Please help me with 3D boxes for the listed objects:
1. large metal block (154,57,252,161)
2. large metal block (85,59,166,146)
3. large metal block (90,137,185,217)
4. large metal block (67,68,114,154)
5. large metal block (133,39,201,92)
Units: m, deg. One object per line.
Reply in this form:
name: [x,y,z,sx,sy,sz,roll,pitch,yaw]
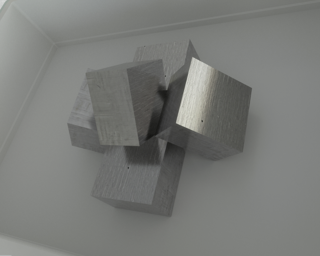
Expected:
large metal block: [0.049,-0.018,0.345,0.050,0.080,0.080,-33,38,60]
large metal block: [-0.032,-0.032,0.354,0.050,0.079,0.080,0,18,27]
large metal block: [-0.024,0.054,0.368,0.080,0.050,0.080,1,62,28]
large metal block: [-0.083,-0.019,0.415,0.050,0.080,0.080,15,65,-5]
large metal block: [0.006,-0.069,0.424,0.080,0.050,0.080,-1,61,27]
